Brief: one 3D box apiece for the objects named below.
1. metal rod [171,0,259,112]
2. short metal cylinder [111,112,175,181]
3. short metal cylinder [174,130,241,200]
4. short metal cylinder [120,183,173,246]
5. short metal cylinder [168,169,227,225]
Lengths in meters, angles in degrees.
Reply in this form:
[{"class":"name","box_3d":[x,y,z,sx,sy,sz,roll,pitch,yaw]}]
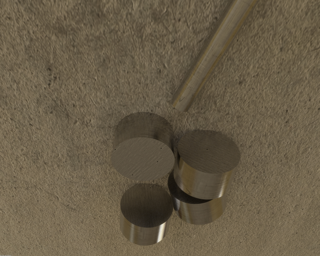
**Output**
[{"class":"metal rod","box_3d":[0.087,-0.132,0.295,0.025,0.025,0.298,19,128,-16]},{"class":"short metal cylinder","box_3d":[-0.022,0.025,0.412,0.081,0.050,0.079,0,130,0]},{"class":"short metal cylinder","box_3d":[0.061,0.047,0.412,0.081,0.080,0.050,3,130,-3]},{"class":"short metal cylinder","box_3d":[-0.022,0.134,0.485,0.081,0.080,0.050,5,130,-4]},{"class":"short metal cylinder","box_3d":[0.055,0.092,0.450,0.080,0.080,0.050,-8,130,6]}]
